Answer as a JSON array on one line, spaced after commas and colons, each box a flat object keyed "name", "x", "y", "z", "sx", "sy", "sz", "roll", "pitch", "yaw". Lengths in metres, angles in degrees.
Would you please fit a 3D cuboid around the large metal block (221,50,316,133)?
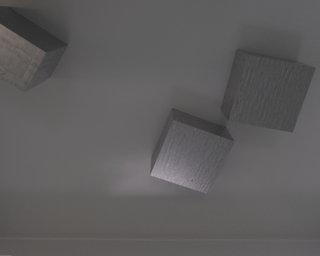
[{"name": "large metal block", "x": 0.128, "y": -0.047, "z": 0.382, "sx": 0.081, "sy": 0.050, "sz": 0.079, "roll": 10, "pitch": 110, "yaw": -4}]

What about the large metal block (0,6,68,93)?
[{"name": "large metal block", "x": -0.161, "y": -0.091, "z": 0.347, "sx": 0.080, "sy": 0.080, "sz": 0.050, "roll": 32, "pitch": 107, "yaw": -11}]

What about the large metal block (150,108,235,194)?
[{"name": "large metal block", "x": 0.039, "y": 0.030, "z": 0.409, "sx": 0.080, "sy": 0.050, "sz": 0.079, "roll": 19, "pitch": 109, "yaw": -7}]
